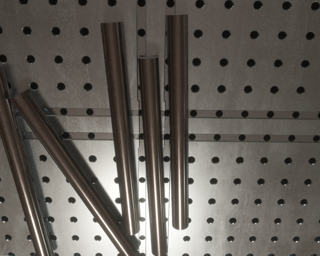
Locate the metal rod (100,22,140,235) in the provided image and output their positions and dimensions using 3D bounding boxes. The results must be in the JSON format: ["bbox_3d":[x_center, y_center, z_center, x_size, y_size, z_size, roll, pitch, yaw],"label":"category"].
[{"bbox_3d":[-0.050,0.015,0.418,0.025,0.025,0.298,-3,110,1],"label":"metal rod"}]

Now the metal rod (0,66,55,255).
[{"bbox_3d":[-0.193,0.065,0.434,0.025,0.025,0.298,-6,110,1],"label":"metal rod"}]

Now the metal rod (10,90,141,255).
[{"bbox_3d":[-0.111,0.081,0.441,0.025,0.025,0.299,-26,108,9],"label":"metal rod"}]

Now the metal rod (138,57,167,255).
[{"bbox_3d":[-0.008,0.053,0.432,0.025,0.025,0.298,-3,110,0],"label":"metal rod"}]

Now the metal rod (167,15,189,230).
[{"bbox_3d":[0.026,0.006,0.416,0.025,0.025,0.298,-2,110,0],"label":"metal rod"}]
